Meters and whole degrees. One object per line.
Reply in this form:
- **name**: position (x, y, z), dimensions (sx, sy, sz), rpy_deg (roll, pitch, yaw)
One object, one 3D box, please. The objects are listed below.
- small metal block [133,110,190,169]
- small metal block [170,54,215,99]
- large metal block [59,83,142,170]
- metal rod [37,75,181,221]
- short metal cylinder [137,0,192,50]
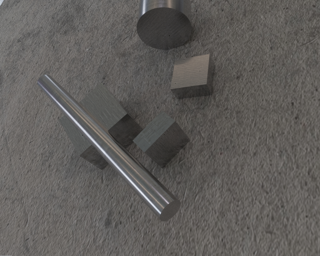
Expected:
- **small metal block**: position (0.003, 0.015, 0.377), dimensions (0.050, 0.050, 0.025), rpy_deg (-46, 51, -4)
- **small metal block**: position (0.045, -0.070, 0.423), dimensions (0.050, 0.025, 0.050), rpy_deg (-5, 60, 25)
- **large metal block**: position (-0.081, -0.003, 0.433), dimensions (0.080, 0.050, 0.080), rpy_deg (-42, 51, -1)
- **metal rod**: position (-0.082, 0.004, 0.380), dimensions (0.025, 0.025, 0.300), rpy_deg (-47, 52, -5)
- **short metal cylinder**: position (0.007, -0.165, 0.466), dimensions (0.080, 0.080, 0.050), rpy_deg (-11, 57, 22)
